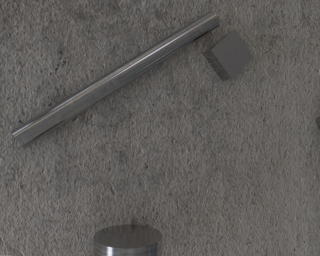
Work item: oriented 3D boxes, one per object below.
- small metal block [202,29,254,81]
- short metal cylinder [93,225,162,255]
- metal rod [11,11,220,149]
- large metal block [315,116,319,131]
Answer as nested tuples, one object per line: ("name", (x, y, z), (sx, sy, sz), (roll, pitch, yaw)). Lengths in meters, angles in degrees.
("small metal block", (0.099, -0.104, 0.446), (0.050, 0.025, 0.050), (-42, 104, -15))
("short metal cylinder", (-0.038, 0.152, 0.366), (0.081, 0.080, 0.050), (1, 90, -20))
("metal rod", (-0.043, -0.070, 0.393), (0.301, 0.025, 0.025), (-35, 102, -17))
("large metal block", (0.320, 0.001, 0.514), (0.080, 0.050, 0.080), (-31, 101, -17))
